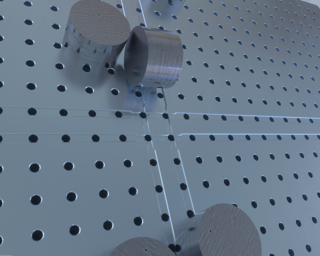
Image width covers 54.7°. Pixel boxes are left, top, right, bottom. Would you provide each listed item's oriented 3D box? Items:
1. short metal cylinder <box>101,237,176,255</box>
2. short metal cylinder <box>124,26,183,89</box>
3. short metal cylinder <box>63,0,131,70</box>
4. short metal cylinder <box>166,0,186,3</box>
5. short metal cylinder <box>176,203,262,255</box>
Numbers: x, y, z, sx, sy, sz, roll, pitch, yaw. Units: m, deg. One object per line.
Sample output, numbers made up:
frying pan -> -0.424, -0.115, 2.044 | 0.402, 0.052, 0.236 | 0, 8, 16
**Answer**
short metal cylinder -> -0.024, 0.148, 0.289 | 0.081, 0.050, 0.080 | 14, 56, -21
short metal cylinder -> -0.011, -0.095, 0.425 | 0.050, 0.080, 0.080 | 0, 62, -29
short metal cylinder -> -0.087, -0.127, 0.423 | 0.081, 0.050, 0.080 | 14, 56, -21
short metal cylinder -> 0.027, -0.282, 0.578 | 0.081, 0.050, 0.080 | 14, 56, -21
short metal cylinder -> 0.065, 0.131, 0.347 | 0.081, 0.050, 0.080 | 14, 56, -21
